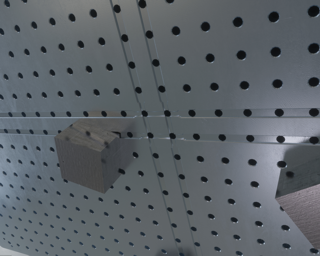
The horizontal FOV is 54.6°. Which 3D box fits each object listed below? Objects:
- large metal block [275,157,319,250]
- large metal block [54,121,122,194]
[{"bbox_3d":[0.190,0.080,0.344,0.080,0.050,0.080,-34,100,38],"label":"large metal block"},{"bbox_3d":[-0.109,0.045,0.481,0.080,0.050,0.079,15,125,20],"label":"large metal block"}]
